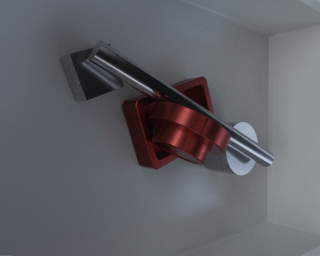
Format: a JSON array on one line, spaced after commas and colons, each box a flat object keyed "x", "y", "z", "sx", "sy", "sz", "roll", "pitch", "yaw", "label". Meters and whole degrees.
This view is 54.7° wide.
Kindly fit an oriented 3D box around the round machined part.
[{"x": 0.029, "y": 0.011, "z": 0.367, "sx": 0.098, "sy": 0.098, "sz": 0.042, "roll": 34, "pitch": 77, "yaw": -35, "label": "round machined part"}]

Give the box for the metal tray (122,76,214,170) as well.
[{"x": 0.019, "y": -0.011, "z": 0.419, "sx": 0.131, "sy": 0.030, "sz": 0.089, "roll": -25, "pitch": 106, "yaw": -38, "label": "metal tray"}]

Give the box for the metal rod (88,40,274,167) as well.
[{"x": 0.048, "y": -0.016, "z": 0.393, "sx": 0.301, "sy": 0.025, "sz": 0.025, "roll": 29, "pitch": 72, "yaw": -30, "label": "metal rod"}]

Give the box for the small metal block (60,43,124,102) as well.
[{"x": -0.074, "y": -0.061, "z": 0.343, "sx": 0.050, "sy": 0.025, "sz": 0.050, "roll": -28, "pitch": 108, "yaw": -37, "label": "small metal block"}]

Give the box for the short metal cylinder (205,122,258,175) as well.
[{"x": 0.108, "y": 0.031, "z": 0.482, "sx": 0.081, "sy": 0.050, "sz": 0.079, "roll": 0, "pitch": 90, "yaw": -40, "label": "short metal cylinder"}]
